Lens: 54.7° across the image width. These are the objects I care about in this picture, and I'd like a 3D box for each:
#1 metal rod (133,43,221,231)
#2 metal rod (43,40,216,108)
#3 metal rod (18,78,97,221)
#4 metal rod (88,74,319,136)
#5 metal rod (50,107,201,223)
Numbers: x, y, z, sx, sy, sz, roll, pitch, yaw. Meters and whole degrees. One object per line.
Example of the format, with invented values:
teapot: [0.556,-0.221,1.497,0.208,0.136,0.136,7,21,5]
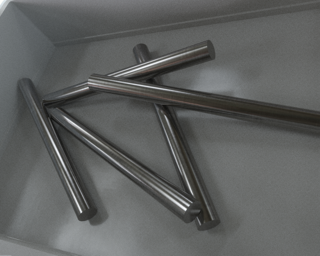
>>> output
metal rod: [0.009,-0.013,0.407,0.025,0.025,0.299,-28,52,10]
metal rod: [-0.064,-0.071,0.455,0.300,0.025,0.025,-11,57,31]
metal rod: [-0.167,0.014,0.473,0.025,0.025,0.300,-40,54,1]
metal rod: [0.038,-0.034,0.380,0.301,0.025,0.025,13,68,24]
metal rod: [-0.067,0.031,0.404,0.300,0.025,0.025,28,77,42]
